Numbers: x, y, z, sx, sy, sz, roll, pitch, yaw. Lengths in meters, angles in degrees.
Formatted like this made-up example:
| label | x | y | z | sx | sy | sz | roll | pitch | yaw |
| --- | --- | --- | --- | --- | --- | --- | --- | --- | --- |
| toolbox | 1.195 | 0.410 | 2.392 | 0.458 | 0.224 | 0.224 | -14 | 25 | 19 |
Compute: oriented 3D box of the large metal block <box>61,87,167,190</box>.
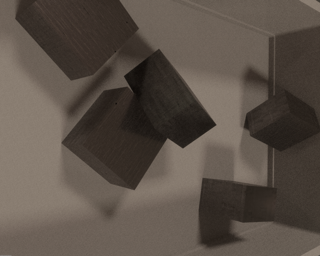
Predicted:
| label | x | y | z | sx | sy | sz | roll | pitch | yaw |
| --- | --- | --- | --- | --- | --- | --- | --- | --- | --- |
| large metal block | -0.047 | 0.012 | 0.352 | 0.080 | 0.050 | 0.080 | 48 | 61 | -30 |

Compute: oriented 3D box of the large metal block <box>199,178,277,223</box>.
| label | x | y | z | sx | sy | sz | roll | pitch | yaw |
| --- | --- | --- | --- | --- | --- | --- | --- | --- | --- |
| large metal block | 0.119 | 0.109 | 0.474 | 0.081 | 0.080 | 0.050 | 13 | 82 | -40 |

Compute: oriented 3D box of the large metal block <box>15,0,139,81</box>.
| label | x | y | z | sx | sy | sz | roll | pitch | yaw |
| --- | --- | --- | --- | --- | --- | --- | --- | --- | --- |
| large metal block | -0.083 | -0.108 | 0.322 | 0.080 | 0.050 | 0.080 | 52 | 60 | -28 |

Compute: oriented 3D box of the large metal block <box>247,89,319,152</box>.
| label | x | y | z | sx | sy | sz | roll | pitch | yaw |
| --- | --- | --- | --- | --- | --- | --- | --- | --- | --- |
| large metal block | 0.211 | -0.010 | 0.533 | 0.080 | 0.080 | 0.050 | 24 | 48 | -26 |

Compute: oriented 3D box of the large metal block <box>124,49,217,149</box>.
| label | x | y | z | sx | sy | sz | roll | pitch | yaw |
| --- | --- | --- | --- | --- | --- | --- | --- | --- | --- |
| large metal block | 0.014 | -0.031 | 0.361 | 0.050 | 0.080 | 0.080 | -36 | 151 | 10 |
